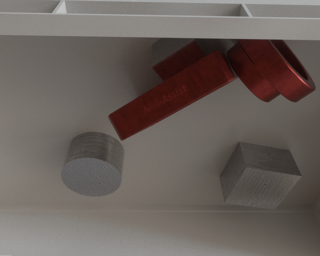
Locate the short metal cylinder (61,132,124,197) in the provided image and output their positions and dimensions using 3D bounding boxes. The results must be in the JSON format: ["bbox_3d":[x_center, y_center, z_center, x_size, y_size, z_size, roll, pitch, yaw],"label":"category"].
[{"bbox_3d":[-0.092,0.052,0.436,0.081,0.050,0.079,0,130,0],"label":"short metal cylinder"}]

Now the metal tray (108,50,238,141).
[{"bbox_3d":[0.019,-0.035,0.335,0.130,0.090,0.030,-29,90,22],"label":"metal tray"}]

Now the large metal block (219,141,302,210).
[{"bbox_3d":[0.143,0.072,0.456,0.081,0.050,0.079,10,129,-9],"label":"large metal block"}]

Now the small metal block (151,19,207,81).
[{"bbox_3d":[0.019,-0.081,0.324,0.050,0.050,0.025,-29,124,22],"label":"small metal block"}]

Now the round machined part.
[{"bbox_3d":[0.105,-0.064,0.308,0.098,0.098,0.042,34,125,-26],"label":"round machined part"}]
